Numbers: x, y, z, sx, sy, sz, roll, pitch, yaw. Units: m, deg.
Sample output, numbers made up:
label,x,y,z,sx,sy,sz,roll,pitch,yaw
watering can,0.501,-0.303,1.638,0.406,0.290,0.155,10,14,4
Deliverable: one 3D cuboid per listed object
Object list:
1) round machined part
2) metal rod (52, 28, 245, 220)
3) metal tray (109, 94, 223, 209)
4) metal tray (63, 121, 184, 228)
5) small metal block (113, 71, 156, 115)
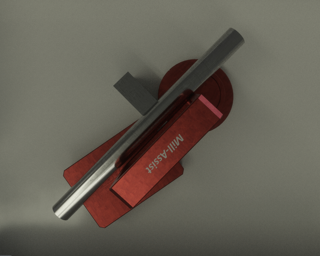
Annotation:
label,x,y,z,sx,sy,sz,roll,pitch,yaw
round machined part,0.046,-0.041,0.402,0.099,0.042,0.097,0,90,-1
metal rod,-0.016,-0.002,0.371,0.025,0.025,0.300,45,94,-1
metal tray,0.006,0.020,0.340,0.030,0.090,0.130,43,96,-3
metal tray,-0.046,0.056,0.407,0.130,0.030,0.090,-35,90,-1
small metal block,-0.030,-0.042,0.397,0.025,0.050,0.050,-45,91,0
